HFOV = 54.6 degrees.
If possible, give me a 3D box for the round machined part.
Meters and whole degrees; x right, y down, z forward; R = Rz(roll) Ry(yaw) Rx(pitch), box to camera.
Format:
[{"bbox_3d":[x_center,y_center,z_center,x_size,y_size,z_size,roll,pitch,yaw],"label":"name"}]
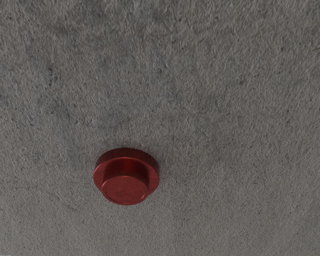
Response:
[{"bbox_3d":[-0.050,0.079,0.462,0.099,0.042,0.097,0,130,0],"label":"round machined part"}]
